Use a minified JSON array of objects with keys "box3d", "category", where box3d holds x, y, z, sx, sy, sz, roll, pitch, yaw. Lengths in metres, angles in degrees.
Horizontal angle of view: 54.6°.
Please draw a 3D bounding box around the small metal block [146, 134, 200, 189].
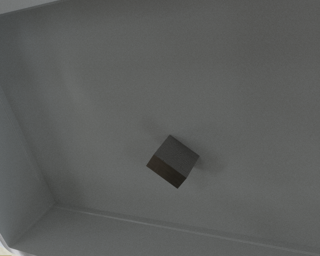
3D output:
[{"box3d":[0.018,0.043,0.410,0.050,0.050,0.025,36,129,4],"category":"small metal block"}]
